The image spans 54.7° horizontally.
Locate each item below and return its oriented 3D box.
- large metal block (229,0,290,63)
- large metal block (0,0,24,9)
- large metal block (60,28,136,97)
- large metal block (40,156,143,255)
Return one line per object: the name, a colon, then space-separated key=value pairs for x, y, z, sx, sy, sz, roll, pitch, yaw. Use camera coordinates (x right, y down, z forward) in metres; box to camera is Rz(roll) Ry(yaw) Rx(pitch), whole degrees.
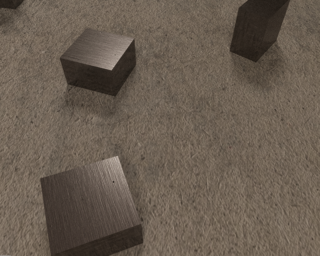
large metal block: x=0.164 y=-0.170 z=0.512 sx=0.050 sy=0.080 sz=0.080 roll=31 pitch=56 yaw=23
large metal block: x=-0.321 y=-0.285 z=0.603 sx=0.080 sy=0.080 sz=0.050 roll=8 pitch=51 yaw=6
large metal block: x=-0.090 y=-0.101 z=0.471 sx=0.080 sy=0.050 sz=0.080 roll=15 pitch=52 yaw=12
large metal block: x=-0.069 y=0.085 z=0.315 sx=0.081 sy=0.050 sz=0.080 roll=-16 pitch=52 yaw=-13
